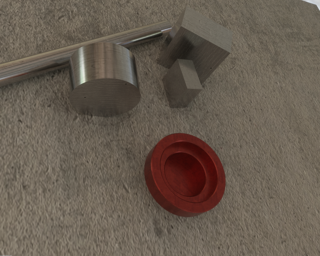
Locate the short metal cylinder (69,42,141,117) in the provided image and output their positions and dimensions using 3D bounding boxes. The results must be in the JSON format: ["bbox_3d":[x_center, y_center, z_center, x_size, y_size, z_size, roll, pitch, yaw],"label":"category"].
[{"bbox_3d":[-0.066,-0.055,0.368,0.081,0.080,0.050,5,60,-26],"label":"short metal cylinder"}]

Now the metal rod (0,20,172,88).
[{"bbox_3d":[-0.093,-0.106,0.419,0.302,0.025,0.025,-30,79,-38],"label":"metal rod"}]

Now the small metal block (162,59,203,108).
[{"bbox_3d":[0.031,-0.063,0.444,0.025,0.050,0.050,-1,62,-29],"label":"small metal block"}]

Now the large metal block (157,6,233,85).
[{"bbox_3d":[0.052,-0.123,0.474,0.080,0.080,0.050,24,53,-14],"label":"large metal block"}]

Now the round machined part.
[{"bbox_3d":[0.026,0.058,0.373,0.099,0.042,0.098,14,56,-21],"label":"round machined part"}]
